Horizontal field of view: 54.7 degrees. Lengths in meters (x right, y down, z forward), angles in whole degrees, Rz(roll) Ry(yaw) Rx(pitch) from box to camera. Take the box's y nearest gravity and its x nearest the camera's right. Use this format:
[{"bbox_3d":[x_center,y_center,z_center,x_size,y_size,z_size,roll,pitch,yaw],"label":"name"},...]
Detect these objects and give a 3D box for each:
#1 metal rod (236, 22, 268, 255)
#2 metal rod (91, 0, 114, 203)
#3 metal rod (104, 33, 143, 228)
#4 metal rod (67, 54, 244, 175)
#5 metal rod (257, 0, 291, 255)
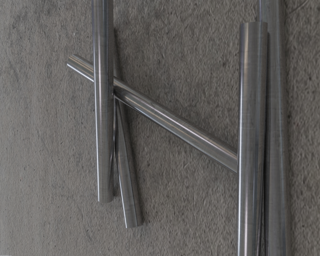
[{"bbox_3d":[0.089,0.052,0.307,0.025,0.025,0.298,6,101,40],"label":"metal rod"},{"bbox_3d":[-0.074,-0.027,0.413,0.025,0.025,0.298,24,122,37],"label":"metal rod"},{"bbox_3d":[-0.060,-0.009,0.454,0.025,0.025,0.298,-15,80,39],"label":"metal rod"},{"bbox_3d":[-0.019,-0.029,0.399,0.300,0.025,0.025,33,111,28],"label":"metal rod"},{"bbox_3d":[0.114,-0.014,0.310,0.025,0.025,0.298,-2,89,40],"label":"metal rod"}]
